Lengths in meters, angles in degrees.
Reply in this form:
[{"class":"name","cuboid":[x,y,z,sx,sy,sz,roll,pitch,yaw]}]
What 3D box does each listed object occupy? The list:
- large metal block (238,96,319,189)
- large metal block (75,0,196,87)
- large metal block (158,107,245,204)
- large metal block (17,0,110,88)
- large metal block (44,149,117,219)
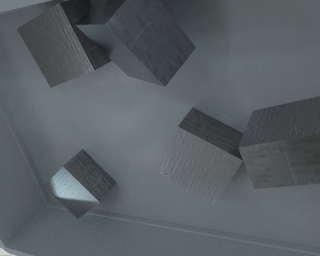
[{"class":"large metal block","cuboid":[0.134,0.013,0.311,0.080,0.080,0.050,-13,112,33]},{"class":"large metal block","cuboid":[-0.025,-0.091,0.307,0.080,0.050,0.080,42,171,-35]},{"class":"large metal block","cuboid":[0.054,0.034,0.384,0.080,0.050,0.079,28,128,10]},{"class":"large metal block","cuboid":[-0.114,-0.105,0.386,0.080,0.050,0.080,-13,112,33]},{"class":"large metal block","cuboid":[-0.134,0.095,0.519,0.080,0.050,0.080,46,129,-4]}]
